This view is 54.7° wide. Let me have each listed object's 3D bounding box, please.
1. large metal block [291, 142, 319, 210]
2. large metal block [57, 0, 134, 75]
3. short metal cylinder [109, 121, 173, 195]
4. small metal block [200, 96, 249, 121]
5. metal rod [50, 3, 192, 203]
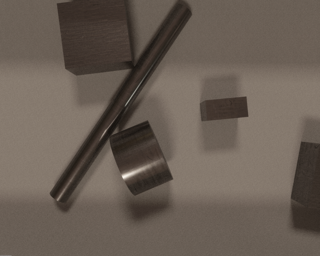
[{"bbox_3d":[0.227,0.065,0.402,0.080,0.050,0.080,10,90,-1],"label":"large metal block"},{"bbox_3d":[-0.079,-0.116,0.398,0.081,0.050,0.080,-7,90,-1],"label":"large metal block"},{"bbox_3d":[-0.022,0.036,0.384,0.050,0.080,0.080,-23,90,0],"label":"short metal cylinder"},{"bbox_3d":[0.081,-0.024,0.400,0.050,0.050,0.025,-5,90,-1],"label":"small metal block"},{"bbox_3d":[-0.051,-0.033,0.410,0.025,0.025,0.299,34,90,-1],"label":"metal rod"}]
